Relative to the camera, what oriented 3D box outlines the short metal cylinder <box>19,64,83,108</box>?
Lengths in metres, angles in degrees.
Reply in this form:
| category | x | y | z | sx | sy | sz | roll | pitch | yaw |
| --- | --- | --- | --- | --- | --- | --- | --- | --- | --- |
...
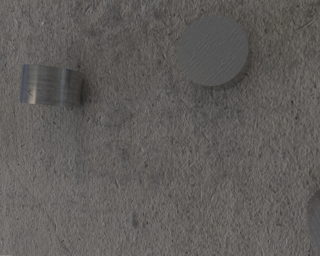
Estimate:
| category | x | y | z | sx | sy | sz | roll | pitch | yaw |
| --- | --- | --- | --- | --- | --- | --- | --- | --- | --- |
| short metal cylinder | -0.151 | -0.056 | 0.433 | 0.080 | 0.080 | 0.050 | 7 | 92 | 20 |

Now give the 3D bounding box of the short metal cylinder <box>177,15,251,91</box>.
| category | x | y | z | sx | sy | sz | roll | pitch | yaw |
| --- | --- | --- | --- | --- | --- | --- | --- | --- | --- |
| short metal cylinder | 0.067 | -0.087 | 0.372 | 0.080 | 0.050 | 0.080 | 0 | 90 | 20 |

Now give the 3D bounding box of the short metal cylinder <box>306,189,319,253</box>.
| category | x | y | z | sx | sy | sz | roll | pitch | yaw |
| --- | --- | --- | --- | --- | --- | --- | --- | --- | --- |
| short metal cylinder | 0.200 | 0.102 | 0.325 | 0.080 | 0.050 | 0.080 | 0 | 90 | 20 |
